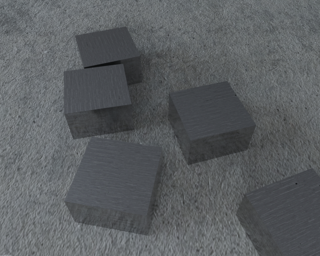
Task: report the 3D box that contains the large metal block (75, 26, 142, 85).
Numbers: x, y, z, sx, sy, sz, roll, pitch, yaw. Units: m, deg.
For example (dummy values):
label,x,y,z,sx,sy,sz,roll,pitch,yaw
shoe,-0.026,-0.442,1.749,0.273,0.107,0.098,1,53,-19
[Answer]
label,x,y,z,sx,sy,sz,roll,pitch,yaw
large metal block,-0.079,-0.106,0.475,0.081,0.050,0.080,-14,52,-12

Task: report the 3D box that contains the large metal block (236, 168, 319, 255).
label,x,y,z,sx,sy,sz,roll,pitch,yaw
large metal block,0.135,0.097,0.306,0.081,0.050,0.080,-17,52,-14

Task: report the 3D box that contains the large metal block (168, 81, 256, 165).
label,x,y,z,sx,sy,sz,roll,pitch,yaw
large metal block,0.061,-0.008,0.394,0.081,0.050,0.080,-13,51,-11

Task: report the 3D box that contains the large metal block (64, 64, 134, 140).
label,x,y,z,sx,sy,sz,roll,pitch,yaw
large metal block,-0.082,-0.037,0.417,0.081,0.050,0.080,-9,51,-8

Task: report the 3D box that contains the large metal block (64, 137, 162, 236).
label,x,y,z,sx,sy,sz,roll,pitch,yaw
large metal block,-0.044,0.061,0.335,0.080,0.050,0.080,8,51,7
